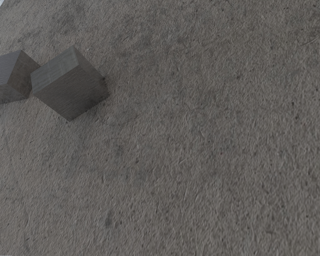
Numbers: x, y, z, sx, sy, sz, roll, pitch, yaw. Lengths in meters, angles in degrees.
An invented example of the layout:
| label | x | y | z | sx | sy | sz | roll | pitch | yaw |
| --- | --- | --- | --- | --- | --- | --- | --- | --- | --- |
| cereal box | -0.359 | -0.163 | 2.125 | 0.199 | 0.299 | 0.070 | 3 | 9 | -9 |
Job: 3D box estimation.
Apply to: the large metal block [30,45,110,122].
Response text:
| label | x | y | z | sx | sy | sz | roll | pitch | yaw |
| --- | --- | --- | --- | --- | --- | --- | --- | --- | --- |
| large metal block | -0.138 | -0.067 | 0.482 | 0.080 | 0.080 | 0.050 | -31 | 52 | 8 |

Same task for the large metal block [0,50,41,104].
| label | x | y | z | sx | sy | sz | roll | pitch | yaw |
| --- | --- | --- | --- | --- | --- | --- | --- | --- | --- |
| large metal block | -0.292 | -0.097 | 0.601 | 0.080 | 0.050 | 0.080 | -7 | 59 | 24 |
